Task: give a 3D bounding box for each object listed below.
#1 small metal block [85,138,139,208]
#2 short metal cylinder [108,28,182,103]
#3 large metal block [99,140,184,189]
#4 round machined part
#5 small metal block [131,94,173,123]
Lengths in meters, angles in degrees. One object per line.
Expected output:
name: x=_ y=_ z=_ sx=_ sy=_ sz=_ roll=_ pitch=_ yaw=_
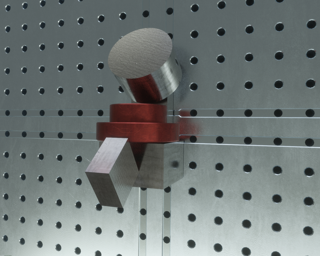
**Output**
small metal block: x=-0.047 y=0.045 z=0.318 sx=0.025 sy=0.050 sz=0.050 roll=1 pitch=129 yaw=19
short metal cylinder: x=-0.017 y=-0.078 z=0.387 sx=0.080 sy=0.050 sz=0.080 roll=-8 pitch=58 yaw=14
large metal block: x=-0.020 y=0.041 z=0.389 sx=0.080 sy=0.080 sz=0.050 roll=1 pitch=91 yaw=19
round machined part: x=-0.026 y=-0.007 z=0.371 sx=0.098 sy=0.098 sz=0.042 roll=1 pitch=91 yaw=19
small metal block: x=-0.010 y=-0.031 z=0.414 sx=0.050 sy=0.025 sz=0.050 roll=1 pitch=90 yaw=19
